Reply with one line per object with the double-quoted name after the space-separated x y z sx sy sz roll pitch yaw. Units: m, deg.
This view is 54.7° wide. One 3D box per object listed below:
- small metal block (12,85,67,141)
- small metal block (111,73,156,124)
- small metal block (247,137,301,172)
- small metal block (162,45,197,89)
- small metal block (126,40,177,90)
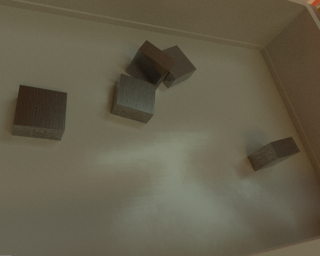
-0.133 -0.016 0.345 0.050 0.025 0.050 8 58 -24 "small metal block"
-0.035 -0.039 0.412 0.050 0.025 0.050 16 55 -20 "small metal block"
0.168 0.039 0.459 0.050 0.050 0.025 -10 67 -33 "small metal block"
0.019 -0.094 0.475 0.050 0.025 0.050 -31 79 -38 "small metal block"
-0.013 -0.086 0.437 0.050 0.050 0.025 35 51 -6 "small metal block"
